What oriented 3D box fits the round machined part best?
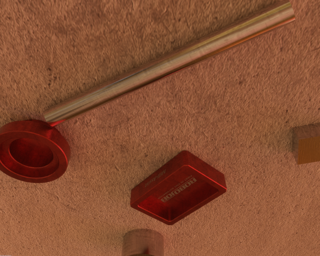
[{"bbox_3d":[-0.170,0.027,0.417,0.099,0.042,0.097,0,130,0],"label":"round machined part"}]

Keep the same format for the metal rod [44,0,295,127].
[{"bbox_3d":[-0.005,-0.065,0.351,0.300,0.025,0.025,-21,127,17],"label":"metal rod"}]

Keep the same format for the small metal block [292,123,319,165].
[{"bbox_3d":[0.213,0.021,0.427,0.050,0.025,0.050,-11,130,9],"label":"small metal block"}]

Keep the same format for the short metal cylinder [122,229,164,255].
[{"bbox_3d":[-0.033,0.237,0.592,0.081,0.050,0.079,0,130,0],"label":"short metal cylinder"}]

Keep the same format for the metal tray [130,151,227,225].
[{"bbox_3d":[0.027,0.099,0.488,0.090,0.030,0.130,34,122,-26],"label":"metal tray"}]
